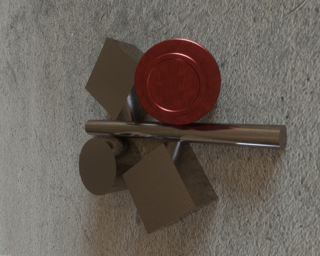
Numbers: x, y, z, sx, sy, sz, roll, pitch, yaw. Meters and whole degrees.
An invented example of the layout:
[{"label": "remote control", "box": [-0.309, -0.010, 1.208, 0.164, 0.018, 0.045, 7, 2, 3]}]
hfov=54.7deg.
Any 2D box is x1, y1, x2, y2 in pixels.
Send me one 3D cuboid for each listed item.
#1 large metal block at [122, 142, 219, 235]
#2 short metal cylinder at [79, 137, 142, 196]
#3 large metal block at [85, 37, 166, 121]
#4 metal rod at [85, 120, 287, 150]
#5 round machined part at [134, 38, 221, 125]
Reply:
[{"label": "large metal block", "box": [0.011, 0.071, 0.379, 0.080, 0.050, 0.080, -40, 66, 32]}, {"label": "short metal cylinder", "box": [-0.072, 0.053, 0.447, 0.080, 0.050, 0.079, 0, 90, 39]}, {"label": "large metal block", "box": [-0.048, -0.065, 0.424, 0.080, 0.050, 0.080, 44, 116, 31]}, {"label": "metal rod", "box": [0.006, 0.004, 0.401, 0.300, 0.025, 0.025, 3, 92, 39]}, {"label": "round machined part", "box": [0.018, -0.050, 0.348, 0.098, 0.042, 0.097, 3, 105, 11]}]
